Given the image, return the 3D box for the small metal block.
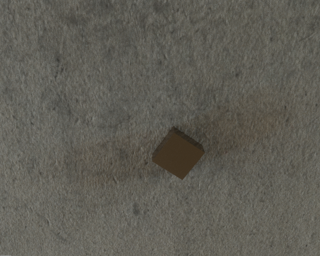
[{"bbox_3d":[0.024,0.034,0.422,0.050,0.025,0.050,33,107,-12],"label":"small metal block"}]
